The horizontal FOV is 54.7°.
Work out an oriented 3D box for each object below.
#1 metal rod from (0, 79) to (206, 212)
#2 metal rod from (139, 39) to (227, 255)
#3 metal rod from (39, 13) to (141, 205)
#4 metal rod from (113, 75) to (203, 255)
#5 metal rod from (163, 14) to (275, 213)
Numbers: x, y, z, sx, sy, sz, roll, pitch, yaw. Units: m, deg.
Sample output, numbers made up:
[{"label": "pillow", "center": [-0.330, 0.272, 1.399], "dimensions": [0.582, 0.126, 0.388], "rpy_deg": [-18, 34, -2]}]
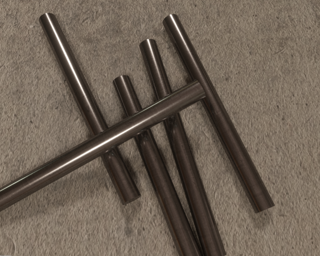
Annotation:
[{"label": "metal rod", "center": [-0.082, 0.025, 0.372], "dimensions": [0.301, 0.025, 0.025], "rpy_deg": [-29, 73, -1]}, {"label": "metal rod", "center": [0.023, 0.013, 0.403], "dimensions": [0.025, 0.025, 0.299], "rpy_deg": [-15, 71, -6]}, {"label": "metal rod", "center": [-0.102, -0.038, 0.420], "dimensions": [0.025, 0.025, 0.299], "rpy_deg": [-25, 72, -9]}, {"label": "metal rod", "center": [0.001, 0.064, 0.384], "dimensions": [0.025, 0.025, 0.299], "rpy_deg": [-20, 71, -8]}, {"label": "metal rod", "center": [0.071, -0.032, 0.420], "dimensions": [0.025, 0.025, 0.299], "rpy_deg": [-21, 72, -8]}]
